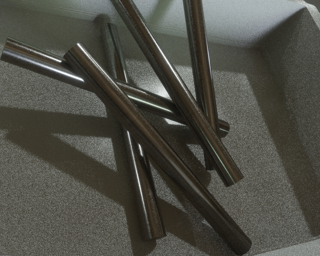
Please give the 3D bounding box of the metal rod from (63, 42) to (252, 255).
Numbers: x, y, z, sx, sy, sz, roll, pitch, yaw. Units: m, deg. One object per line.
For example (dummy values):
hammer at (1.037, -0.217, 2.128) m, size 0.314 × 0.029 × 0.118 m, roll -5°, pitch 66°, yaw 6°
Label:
metal rod at (0.005, 0.032, 0.347) m, size 0.300 × 0.025 × 0.025 m, roll 50°, pitch 50°, yaw -11°

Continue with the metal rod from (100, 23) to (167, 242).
metal rod at (-0.040, -0.013, 0.393) m, size 0.025 × 0.025 × 0.299 m, roll -1°, pitch 62°, yaw -29°

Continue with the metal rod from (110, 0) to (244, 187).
metal rod at (0.014, -0.061, 0.395) m, size 0.025 × 0.025 × 0.299 m, roll -25°, pitch 81°, yaw -37°

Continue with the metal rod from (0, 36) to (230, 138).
metal rod at (-0.030, -0.038, 0.381) m, size 0.302 × 0.025 × 0.025 m, roll 18°, pitch 54°, yaw -31°

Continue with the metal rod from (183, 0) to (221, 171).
metal rod at (0.053, -0.094, 0.409) m, size 0.025 × 0.025 × 0.298 m, roll -8°, pitch 90°, yaw -32°
